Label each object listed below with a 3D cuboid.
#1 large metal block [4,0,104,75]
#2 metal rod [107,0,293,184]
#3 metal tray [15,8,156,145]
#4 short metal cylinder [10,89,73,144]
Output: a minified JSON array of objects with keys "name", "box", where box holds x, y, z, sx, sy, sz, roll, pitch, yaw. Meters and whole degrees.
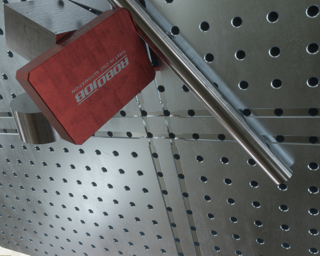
[{"name":"large metal block","box":[-0.119,-0.110,0.363,0.080,0.080,0.050,32,129,18]},{"name":"metal rod","box":[0.045,-0.050,0.356,0.300,0.025,0.025,47,129,-5]},{"name":"metal tray","box":[-0.070,-0.057,0.333,0.030,0.131,0.090,15,141,45]},{"name":"short metal cylinder","box":[-0.170,-0.019,0.454,0.080,0.080,0.050,13,124,21]}]
